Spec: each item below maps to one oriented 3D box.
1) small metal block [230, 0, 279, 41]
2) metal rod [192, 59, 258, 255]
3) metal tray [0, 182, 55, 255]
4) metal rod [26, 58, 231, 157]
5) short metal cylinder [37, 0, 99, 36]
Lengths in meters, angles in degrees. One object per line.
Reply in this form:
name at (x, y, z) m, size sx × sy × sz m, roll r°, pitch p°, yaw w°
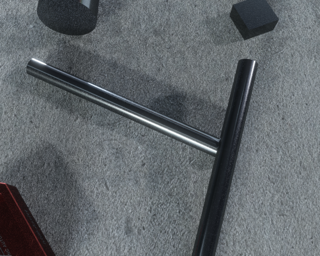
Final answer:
small metal block at (0.142, -0.168, 0.471) m, size 0.050 × 0.025 × 0.050 m, roll -21°, pitch 72°, yaw -8°
metal rod at (0.073, 0.059, 0.365) m, size 0.025 × 0.025 × 0.299 m, roll 15°, pitch 79°, yaw 5°
metal tray at (-0.182, 0.140, 0.351) m, size 0.090 × 0.030 × 0.130 m, roll -34°, pitch 74°, yaw -12°
metal rod at (-0.044, -0.027, 0.417) m, size 0.301 × 0.025 × 0.025 m, roll 24°, pitch 72°, yaw 8°
short metal cylinder at (-0.129, -0.177, 0.442) m, size 0.081 × 0.080 × 0.050 m, roll 1°, pitch 70°, yaw 0°
